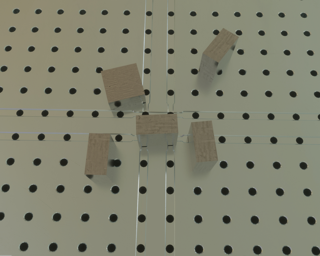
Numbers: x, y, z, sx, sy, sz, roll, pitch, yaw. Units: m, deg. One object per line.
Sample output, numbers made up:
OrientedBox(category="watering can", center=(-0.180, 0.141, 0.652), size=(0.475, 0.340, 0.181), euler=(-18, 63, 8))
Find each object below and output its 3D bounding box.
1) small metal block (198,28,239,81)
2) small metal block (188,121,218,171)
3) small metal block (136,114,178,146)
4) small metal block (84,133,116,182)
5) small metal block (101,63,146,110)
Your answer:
OrientedBox(category="small metal block", center=(0.081, -0.102, 0.436), size=(0.025, 0.050, 0.050), euler=(35, 74, 12))
OrientedBox(category="small metal block", center=(0.053, 0.024, 0.390), size=(0.025, 0.050, 0.050), euler=(-5, 70, -2))
OrientedBox(category="small metal block", center=(-0.004, 0.004, 0.397), size=(0.050, 0.050, 0.025), euler=(-2, 70, -1))
OrientedBox(category="small metal block", center=(-0.073, 0.038, 0.384), size=(0.025, 0.050, 0.050), euler=(2, 70, 1))
OrientedBox(category="small metal block", center=(-0.051, -0.058, 0.433), size=(0.050, 0.025, 0.050), euler=(-14, 71, -5))
